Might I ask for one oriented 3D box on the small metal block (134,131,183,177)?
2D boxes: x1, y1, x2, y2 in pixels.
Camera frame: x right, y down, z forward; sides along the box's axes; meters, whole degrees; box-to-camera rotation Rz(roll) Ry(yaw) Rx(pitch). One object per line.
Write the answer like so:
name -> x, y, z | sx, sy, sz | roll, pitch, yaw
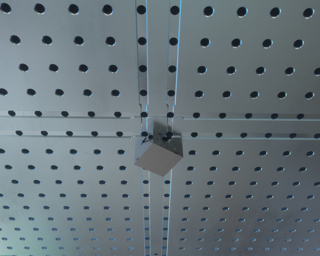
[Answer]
small metal block -> -0.002, 0.038, 0.444 | 0.050, 0.025, 0.050 | 27, 125, -21
